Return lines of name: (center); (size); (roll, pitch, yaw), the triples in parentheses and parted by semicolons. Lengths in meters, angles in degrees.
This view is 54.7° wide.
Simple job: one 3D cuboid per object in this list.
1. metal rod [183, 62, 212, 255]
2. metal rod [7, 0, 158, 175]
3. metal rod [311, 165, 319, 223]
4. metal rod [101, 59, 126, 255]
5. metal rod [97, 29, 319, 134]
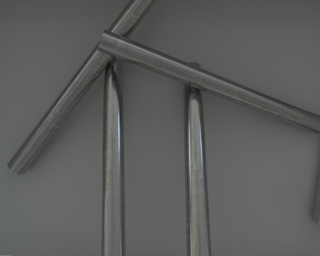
metal rod: (0.041, 0.055, 0.351); (0.025, 0.025, 0.299); (1, 65, 0)
metal rod: (-0.095, -0.060, 0.385); (0.025, 0.025, 0.299); (40, 99, -1)
metal rod: (0.239, -0.022, 0.414); (0.025, 0.025, 0.298); (9, 90, -1)
metal rod: (-0.054, 0.031, 0.359); (0.025, 0.025, 0.299); (-3, 69, 0)
metal rod: (0.073, -0.051, 0.382); (0.302, 0.025, 0.025); (19, 90, -13)
